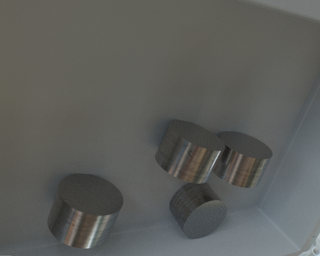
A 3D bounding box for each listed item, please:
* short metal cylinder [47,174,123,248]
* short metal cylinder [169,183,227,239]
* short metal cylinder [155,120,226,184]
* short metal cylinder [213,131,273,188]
[{"bbox_3d":[-0.092,0.101,0.386,0.081,0.080,0.050,10,113,-33],"label":"short metal cylinder"},{"bbox_3d":[0.063,0.134,0.512,0.081,0.050,0.079,-14,124,-21],"label":"short metal cylinder"},{"bbox_3d":[0.040,0.030,0.415,0.081,0.080,0.050,10,114,-33],"label":"short metal cylinder"},{"bbox_3d":[0.122,0.046,0.471,0.081,0.080,0.050,1,118,-29],"label":"short metal cylinder"}]
